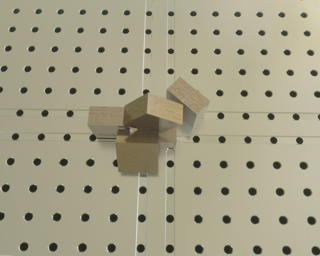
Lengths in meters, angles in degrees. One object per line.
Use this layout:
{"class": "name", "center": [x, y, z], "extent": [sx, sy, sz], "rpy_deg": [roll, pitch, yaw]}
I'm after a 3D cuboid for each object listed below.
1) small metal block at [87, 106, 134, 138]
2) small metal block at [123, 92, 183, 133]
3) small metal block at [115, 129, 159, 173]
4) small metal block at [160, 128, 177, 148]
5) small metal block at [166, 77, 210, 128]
{"class": "small metal block", "center": [-0.062, -0.006, 0.400], "extent": [0.050, 0.050, 0.025], "rpy_deg": [1, 71, 1]}
{"class": "small metal block", "center": [-0.008, -0.015, 0.367], "extent": [0.050, 0.050, 0.025], "rpy_deg": [16, 66, -34]}
{"class": "small metal block", "center": [-0.027, 0.029, 0.385], "extent": [0.050, 0.050, 0.025], "rpy_deg": [1, 38, 0]}
{"class": "small metal block", "center": [-0.004, -0.001, 0.412], "extent": [0.050, 0.025, 0.050], "rpy_deg": [2, 70, 0]}
{"class": "small metal block", "center": [0.035, -0.032, 0.411], "extent": [0.050, 0.050, 0.025], "rpy_deg": [41, 75, 13]}
